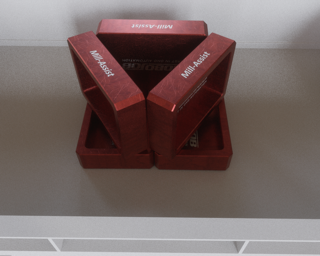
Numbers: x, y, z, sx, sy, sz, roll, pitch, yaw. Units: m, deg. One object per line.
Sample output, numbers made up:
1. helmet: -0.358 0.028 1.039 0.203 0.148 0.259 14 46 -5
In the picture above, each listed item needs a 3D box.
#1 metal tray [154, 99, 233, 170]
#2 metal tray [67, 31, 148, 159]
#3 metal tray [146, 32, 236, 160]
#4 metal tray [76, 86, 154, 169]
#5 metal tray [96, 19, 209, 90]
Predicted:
1. metal tray: 0.040 -0.007 0.407 0.091 0.030 0.130 1 49 1
2. metal tray: -0.060 -0.039 0.353 0.030 0.090 0.130 -25 55 -19
3. metal tray: 0.037 -0.037 0.352 0.030 0.090 0.131 29 56 22
4. metal tray: -0.052 -0.009 0.408 0.091 0.030 0.130 0 49 0
5. metal tray: -0.009 -0.090 0.396 0.131 0.090 0.030 1 51 1
